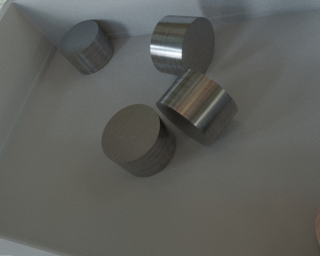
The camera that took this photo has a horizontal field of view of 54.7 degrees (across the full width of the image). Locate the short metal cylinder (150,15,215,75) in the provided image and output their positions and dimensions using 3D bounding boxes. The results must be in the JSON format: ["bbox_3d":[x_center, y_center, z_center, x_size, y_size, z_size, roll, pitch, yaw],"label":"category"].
[{"bbox_3d":[0.032,-0.110,0.421,0.050,0.080,0.080,18,71,35],"label":"short metal cylinder"}]

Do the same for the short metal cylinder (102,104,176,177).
[{"bbox_3d":[-0.026,0.016,0.393,0.080,0.050,0.080,-13,56,21],"label":"short metal cylinder"}]

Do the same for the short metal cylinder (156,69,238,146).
[{"bbox_3d":[0.042,-0.023,0.362,0.080,0.080,0.050,33,81,38],"label":"short metal cylinder"}]

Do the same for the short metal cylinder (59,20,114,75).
[{"bbox_3d":[-0.128,-0.141,0.544,0.080,0.050,0.080,-13,56,21],"label":"short metal cylinder"}]

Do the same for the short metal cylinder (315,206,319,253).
[{"bbox_3d":[0.169,0.088,0.246,0.080,0.050,0.080,-13,56,21],"label":"short metal cylinder"}]
